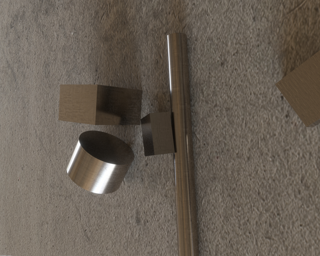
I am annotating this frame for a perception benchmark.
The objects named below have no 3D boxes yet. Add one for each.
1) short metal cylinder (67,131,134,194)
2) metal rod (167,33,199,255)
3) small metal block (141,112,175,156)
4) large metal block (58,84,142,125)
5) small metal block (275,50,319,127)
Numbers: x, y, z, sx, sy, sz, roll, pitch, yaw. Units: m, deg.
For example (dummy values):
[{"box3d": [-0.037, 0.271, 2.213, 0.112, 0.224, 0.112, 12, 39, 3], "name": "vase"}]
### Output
[{"box3d": [-0.083, 0.046, 0.435, 0.080, 0.081, 0.050, 41, 115, 32], "name": "short metal cylinder"}, {"box3d": [0.028, 0.034, 0.379, 0.025, 0.025, 0.298, -5, 87, 39], "name": "metal rod"}, {"box3d": [-0.004, 0.009, 0.391, 0.050, 0.025, 0.050, 156, 108, -72], "name": "small metal block"}, {"box3d": [-0.083, -0.032, 0.435, 0.080, 0.081, 0.050, 7, 94, 39], "name": "large metal block"}, {"box3d": [0.145, -0.035, 0.285, 0.050, 0.025, 0.050, -41, 65, 32], "name": "small metal block"}]
